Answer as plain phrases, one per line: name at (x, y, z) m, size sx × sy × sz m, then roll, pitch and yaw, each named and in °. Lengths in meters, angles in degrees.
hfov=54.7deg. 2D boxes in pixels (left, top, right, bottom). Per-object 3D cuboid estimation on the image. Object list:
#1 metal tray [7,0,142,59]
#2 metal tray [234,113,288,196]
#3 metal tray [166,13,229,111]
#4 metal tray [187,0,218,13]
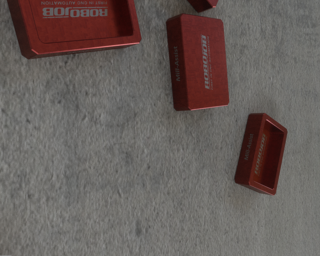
metal tray at (-0.087, -0.127, 0.329) m, size 0.131 × 0.030 × 0.089 m, roll -19°, pitch 102°, yaw -39°
metal tray at (0.185, 0.048, 0.560) m, size 0.090 × 0.030 × 0.130 m, roll 26°, pitch 73°, yaw -37°
metal tray at (0.057, -0.093, 0.452) m, size 0.091 × 0.030 × 0.129 m, roll -10°, pitch 96°, yaw -40°
metal tray at (0.043, -0.243, 0.439) m, size 0.130 × 0.030 × 0.090 m, roll 35°, pitch 68°, yaw -35°
